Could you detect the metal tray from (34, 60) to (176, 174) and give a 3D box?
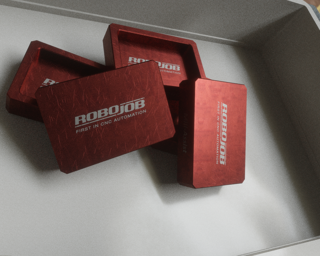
[{"bbox_3d":[-0.056,-0.015,0.337,0.131,0.030,0.089,-18,101,-19],"label":"metal tray"}]

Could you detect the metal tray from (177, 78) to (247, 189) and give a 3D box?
[{"bbox_3d":[0.068,0.007,0.393,0.091,0.030,0.129,2,89,-34],"label":"metal tray"}]

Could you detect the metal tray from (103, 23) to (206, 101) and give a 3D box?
[{"bbox_3d":[-0.005,-0.084,0.412,0.131,0.030,0.090,3,60,-27],"label":"metal tray"}]

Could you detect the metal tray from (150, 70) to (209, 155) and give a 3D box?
[{"bbox_3d":[0.038,-0.023,0.436,0.091,0.030,0.130,18,55,-18],"label":"metal tray"}]

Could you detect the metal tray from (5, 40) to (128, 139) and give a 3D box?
[{"bbox_3d":[-0.101,-0.043,0.371,0.131,0.030,0.090,18,55,-18],"label":"metal tray"}]
